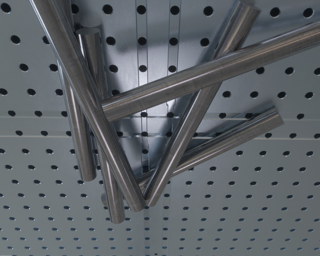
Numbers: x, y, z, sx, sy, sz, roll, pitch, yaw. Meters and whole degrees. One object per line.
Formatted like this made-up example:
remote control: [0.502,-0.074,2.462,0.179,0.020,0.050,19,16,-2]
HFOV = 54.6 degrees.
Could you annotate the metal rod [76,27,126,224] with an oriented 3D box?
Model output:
metal rod: [-0.072,0.021,0.410,0.025,0.025,0.298,-1,125,1]

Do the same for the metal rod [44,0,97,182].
metal rod: [-0.104,-0.042,0.374,0.025,0.025,0.298,1,130,-1]

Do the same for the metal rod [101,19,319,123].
metal rod: [0.086,-0.069,0.316,0.301,0.025,0.025,-20,128,2]

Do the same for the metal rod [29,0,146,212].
metal rod: [-0.069,-0.005,0.361,0.025,0.025,0.299,-11,126,9]

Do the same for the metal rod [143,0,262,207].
metal rod: [0.037,-0.007,0.387,0.025,0.025,0.298,16,123,-14]

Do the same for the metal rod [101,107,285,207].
metal rod: [0.033,0.051,0.455,0.300,0.025,0.025,-29,124,22]
